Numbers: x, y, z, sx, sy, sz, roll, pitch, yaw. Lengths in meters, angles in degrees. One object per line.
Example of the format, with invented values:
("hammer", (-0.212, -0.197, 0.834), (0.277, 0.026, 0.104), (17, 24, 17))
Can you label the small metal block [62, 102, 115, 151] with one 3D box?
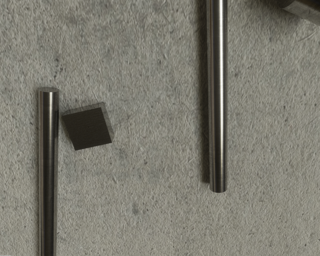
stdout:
("small metal block", (-0.093, -0.002, 0.408), (0.050, 0.025, 0.050), (-12, 110, 4))

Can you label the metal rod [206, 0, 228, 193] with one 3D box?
("metal rod", (0.072, -0.054, 0.390), (0.025, 0.025, 0.298), (-4, 110, 1))

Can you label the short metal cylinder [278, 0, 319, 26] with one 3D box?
("short metal cylinder", (0.171, -0.155, 0.325), (0.050, 0.080, 0.079), (21, 109, -8))

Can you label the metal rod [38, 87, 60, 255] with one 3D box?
("metal rod", (-0.159, 0.090, 0.441), (0.025, 0.025, 0.298), (7, 110, -3))
